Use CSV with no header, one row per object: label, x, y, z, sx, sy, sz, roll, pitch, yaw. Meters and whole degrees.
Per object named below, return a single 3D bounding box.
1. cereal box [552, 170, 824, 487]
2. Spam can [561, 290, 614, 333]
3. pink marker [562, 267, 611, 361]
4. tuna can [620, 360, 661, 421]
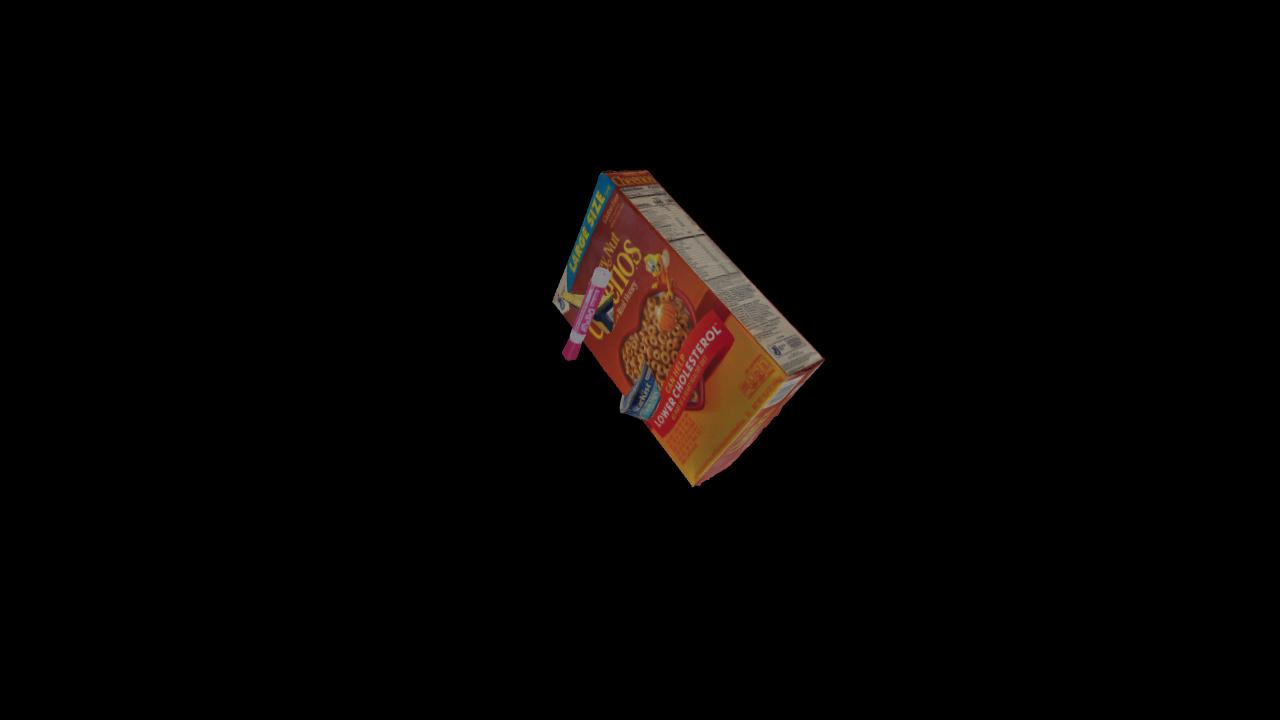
cereal box,0.031,-0.038,0.690,0.081,0.306,0.203,-20,-28,-40
Spam can,-0.037,-0.058,0.746,0.085,0.058,0.101,51,-11,-34
pink marker,-0.061,-0.048,0.690,0.020,0.121,0.020,19,31,-12
tuna can,0.007,0.027,0.709,0.034,0.084,0.084,21,-3,-9
